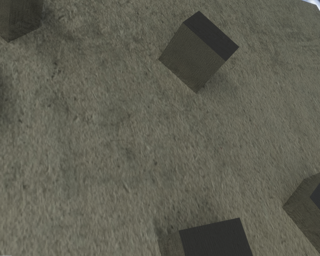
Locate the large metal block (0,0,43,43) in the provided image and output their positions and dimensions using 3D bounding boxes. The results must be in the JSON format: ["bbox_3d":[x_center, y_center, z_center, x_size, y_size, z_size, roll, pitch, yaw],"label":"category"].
[{"bbox_3d":[-0.188,-0.165,0.368,0.080,0.080,0.050,42,51,0],"label":"large metal block"}]

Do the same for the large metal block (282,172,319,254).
[{"bbox_3d":[0.239,0.118,0.447,0.081,0.050,0.080,-31,79,-38],"label":"large metal block"}]

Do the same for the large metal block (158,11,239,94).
[{"bbox_3d":[0.057,-0.113,0.470,0.080,0.080,0.050,42,51,0],"label":"large metal block"}]

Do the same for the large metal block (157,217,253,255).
[{"bbox_3d":[0.053,0.147,0.328,0.081,0.050,0.080,-1,62,-29],"label":"large metal block"}]
